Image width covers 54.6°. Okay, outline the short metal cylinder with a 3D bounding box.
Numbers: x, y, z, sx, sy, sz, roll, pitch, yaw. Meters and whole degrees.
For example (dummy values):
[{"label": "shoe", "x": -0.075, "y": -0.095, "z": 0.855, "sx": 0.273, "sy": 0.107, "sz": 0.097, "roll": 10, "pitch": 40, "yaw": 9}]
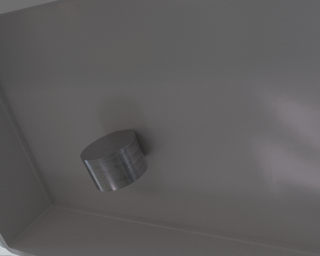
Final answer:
[{"label": "short metal cylinder", "x": -0.063, "y": 0.044, "z": 0.434, "sx": 0.080, "sy": 0.080, "sz": 0.050, "roll": -9, "pitch": 114, "yaw": 32}]
